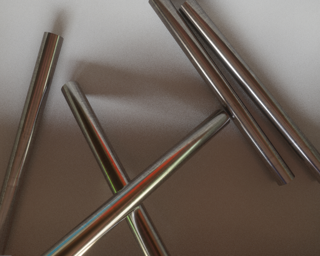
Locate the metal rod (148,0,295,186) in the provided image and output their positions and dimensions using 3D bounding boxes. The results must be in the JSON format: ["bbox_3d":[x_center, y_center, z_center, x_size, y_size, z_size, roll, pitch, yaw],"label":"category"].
[{"bbox_3d":[0.082,-0.052,0.412,0.025,0.025,0.299,-35,90,0],"label":"metal rod"}]

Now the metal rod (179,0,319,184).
[{"bbox_3d":[0.129,-0.049,0.413,0.025,0.025,0.300,-39,91,0],"label":"metal rod"}]

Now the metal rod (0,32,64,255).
[{"bbox_3d":[-0.180,0.022,0.409,0.025,0.025,0.298,15,90,-1],"label":"metal rod"}]

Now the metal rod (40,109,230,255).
[{"bbox_3d":[-0.017,0.060,0.330,0.302,0.025,0.025,-37,90,-34],"label":"metal rod"}]

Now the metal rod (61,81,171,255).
[{"bbox_3d":[-0.046,0.063,0.352,0.025,0.025,0.299,-32,67,0],"label":"metal rod"}]
